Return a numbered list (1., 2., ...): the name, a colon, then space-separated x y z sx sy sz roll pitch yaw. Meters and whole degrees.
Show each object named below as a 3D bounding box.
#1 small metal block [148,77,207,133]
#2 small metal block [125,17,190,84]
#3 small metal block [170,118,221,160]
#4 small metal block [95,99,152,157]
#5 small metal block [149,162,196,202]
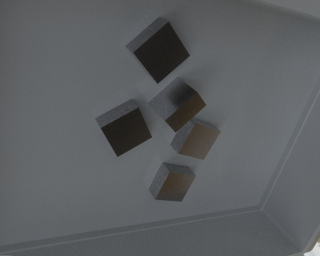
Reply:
1. small metal block: 0.020 -0.030 0.385 0.050 0.050 0.025 -42 129 0
2. small metal block: -0.002 -0.088 0.353 0.050 0.025 0.050 -41 130 0
3. small metal block: 0.051 0.014 0.445 0.050 0.025 0.050 17 110 -35
4. small metal block: -0.044 0.000 0.384 0.050 0.025 0.050 -30 129 -9
5. small metal block: 0.019 0.083 0.470 0.050 0.025 0.050 14 111 -34
